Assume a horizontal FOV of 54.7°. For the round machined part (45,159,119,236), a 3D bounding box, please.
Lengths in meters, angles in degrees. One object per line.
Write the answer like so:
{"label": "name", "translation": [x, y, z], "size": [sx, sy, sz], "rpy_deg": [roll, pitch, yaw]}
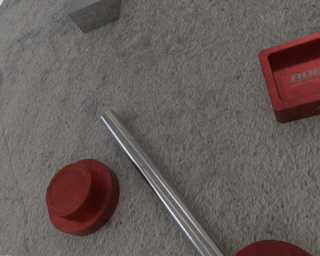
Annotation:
{"label": "round machined part", "translation": [-0.105, 0.084, 0.397], "size": [0.098, 0.042, 0.098], "rpy_deg": [-13, 56, 21]}

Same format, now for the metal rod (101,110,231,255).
{"label": "metal rod", "translation": [0.004, 0.070, 0.358], "size": [0.025, 0.025, 0.300], "rpy_deg": [-42, 51, -1]}

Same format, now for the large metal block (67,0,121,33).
{"label": "large metal block", "translation": [-0.125, -0.242, 0.602], "size": [0.080, 0.050, 0.080], "rpy_deg": [-13, 56, 21]}

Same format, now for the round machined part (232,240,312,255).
{"label": "round machined part", "translation": [0.093, 0.137, 0.238], "size": [0.099, 0.042, 0.098], "rpy_deg": [0, 60, 1]}

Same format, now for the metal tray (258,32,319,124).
{"label": "metal tray", "translation": [0.185, -0.064, 0.342], "size": [0.130, 0.030, 0.090], "rpy_deg": [-15, 55, 19]}
